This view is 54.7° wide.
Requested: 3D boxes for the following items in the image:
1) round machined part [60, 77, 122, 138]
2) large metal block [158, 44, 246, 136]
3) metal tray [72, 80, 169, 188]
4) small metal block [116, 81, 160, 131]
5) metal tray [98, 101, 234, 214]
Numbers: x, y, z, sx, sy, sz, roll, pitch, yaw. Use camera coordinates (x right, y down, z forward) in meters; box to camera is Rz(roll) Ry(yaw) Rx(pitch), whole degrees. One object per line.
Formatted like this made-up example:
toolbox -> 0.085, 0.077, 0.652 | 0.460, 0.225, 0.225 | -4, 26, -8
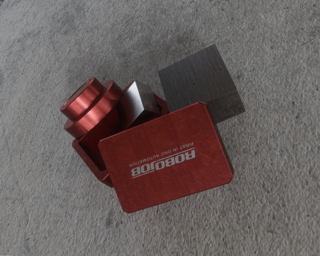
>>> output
round machined part -> -0.104, -0.035, 0.444 | 0.098, 0.042, 0.098 | -37, 22, 18
large metal block -> 0.051, -0.047, 0.392 | 0.080, 0.050, 0.080 | -24, 53, 13
metal tray -> -0.049, 0.005, 0.424 | 0.130, 0.030, 0.090 | -46, 51, -4
small metal block -> -0.031, -0.024, 0.407 | 0.050, 0.025, 0.050 | -46, 47, 33
metal tray -> 0.006, 0.034, 0.349 | 0.130, 0.030, 0.090 | -21, 90, 16
